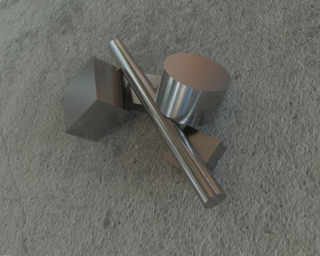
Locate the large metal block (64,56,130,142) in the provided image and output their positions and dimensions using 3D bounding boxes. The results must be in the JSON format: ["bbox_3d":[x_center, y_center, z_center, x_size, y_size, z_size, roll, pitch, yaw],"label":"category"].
[{"bbox_3d":[-0.093,-0.039,0.439,0.080,0.050,0.080,-39,48,32],"label":"large metal block"}]

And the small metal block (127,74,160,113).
[{"bbox_3d":[-0.022,-0.050,0.447,0.050,0.025,0.050,13,68,33],"label":"small metal block"}]

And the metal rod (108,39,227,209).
[{"bbox_3d":[-0.008,-0.029,0.394,0.025,0.025,0.300,-35,51,4],"label":"metal rod"}]

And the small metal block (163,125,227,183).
[{"bbox_3d":[0.041,0.031,0.364,0.050,0.025,0.050,27,76,37],"label":"small metal block"}]

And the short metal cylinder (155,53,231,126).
[{"bbox_3d":[0.038,-0.048,0.372,0.081,0.050,0.080,9,41,-8],"label":"short metal cylinder"}]
